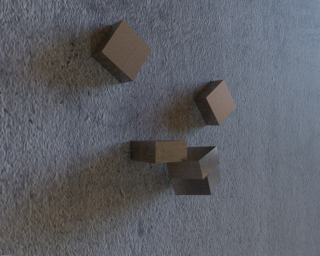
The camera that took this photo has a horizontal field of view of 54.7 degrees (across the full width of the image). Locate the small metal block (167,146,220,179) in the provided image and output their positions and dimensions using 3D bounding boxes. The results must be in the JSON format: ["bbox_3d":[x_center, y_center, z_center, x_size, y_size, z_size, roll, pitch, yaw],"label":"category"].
[{"bbox_3d":[0.044,0.045,0.411,0.050,0.050,0.025,-28,109,-50],"label":"small metal block"}]

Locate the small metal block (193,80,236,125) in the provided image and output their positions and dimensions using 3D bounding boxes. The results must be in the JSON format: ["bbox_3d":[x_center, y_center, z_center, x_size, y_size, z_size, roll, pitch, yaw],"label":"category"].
[{"bbox_3d":[0.085,-0.039,0.475,0.050,0.025,0.050,-45,117,-31],"label":"small metal block"}]

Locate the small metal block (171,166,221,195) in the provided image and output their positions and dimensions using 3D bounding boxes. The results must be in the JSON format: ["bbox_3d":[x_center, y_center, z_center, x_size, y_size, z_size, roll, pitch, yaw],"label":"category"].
[{"bbox_3d":[0.050,0.068,0.420,0.050,0.050,0.025,-35,115,-60],"label":"small metal block"}]

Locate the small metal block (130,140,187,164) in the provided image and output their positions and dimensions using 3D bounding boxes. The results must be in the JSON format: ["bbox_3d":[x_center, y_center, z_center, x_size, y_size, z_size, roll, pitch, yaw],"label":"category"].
[{"bbox_3d":[-0.002,0.028,0.387,0.050,0.050,0.025,1,89,-40],"label":"small metal block"}]

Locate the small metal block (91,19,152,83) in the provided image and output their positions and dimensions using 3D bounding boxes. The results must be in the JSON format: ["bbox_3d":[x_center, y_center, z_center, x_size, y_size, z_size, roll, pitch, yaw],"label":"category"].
[{"bbox_3d":[-0.044,-0.089,0.367,0.050,0.025,0.050,41,65,-32],"label":"small metal block"}]
